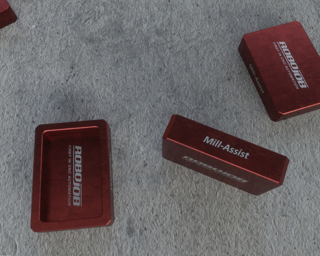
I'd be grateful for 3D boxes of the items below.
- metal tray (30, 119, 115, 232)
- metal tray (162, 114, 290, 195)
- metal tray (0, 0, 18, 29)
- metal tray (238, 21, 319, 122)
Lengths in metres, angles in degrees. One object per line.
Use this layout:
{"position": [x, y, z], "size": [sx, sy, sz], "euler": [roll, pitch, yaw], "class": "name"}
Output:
{"position": [-0.106, 0.057, 0.383], "size": [0.091, 0.030, 0.130], "euler": [-5, 70, -2], "class": "metal tray"}
{"position": [0.068, 0.035, 0.361], "size": [0.130, 0.090, 0.030], "euler": [22, 72, 7], "class": "metal tray"}
{"position": [-0.298, -0.174, 0.467], "size": [0.131, 0.030, 0.090], "euler": [-32, 73, -11], "class": "metal tray"}
{"position": [0.178, -0.082, 0.436], "size": [0.091, 0.030, 0.130], "euler": [-16, 71, -6], "class": "metal tray"}
